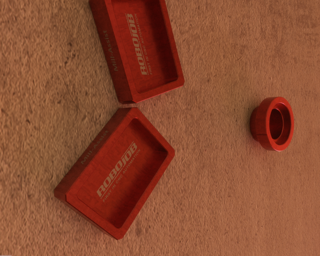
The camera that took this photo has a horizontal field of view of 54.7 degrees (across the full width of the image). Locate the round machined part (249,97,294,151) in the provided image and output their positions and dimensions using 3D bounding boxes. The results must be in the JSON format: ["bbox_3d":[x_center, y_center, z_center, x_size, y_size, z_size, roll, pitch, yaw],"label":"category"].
[{"bbox_3d":[0.201,-0.007,0.566,0.099,0.042,0.097,0,90,-40],"label":"round machined part"}]

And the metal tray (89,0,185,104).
[{"bbox_3d":[-0.024,-0.103,0.382,0.091,0.030,0.129,-25,106,-37],"label":"metal tray"}]

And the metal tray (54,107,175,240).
[{"bbox_3d":[-0.046,0.050,0.364,0.090,0.030,0.130,50,61,-29],"label":"metal tray"}]
